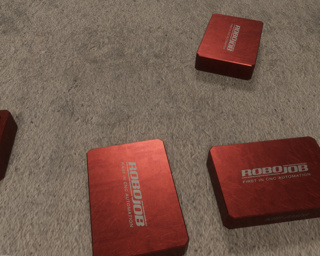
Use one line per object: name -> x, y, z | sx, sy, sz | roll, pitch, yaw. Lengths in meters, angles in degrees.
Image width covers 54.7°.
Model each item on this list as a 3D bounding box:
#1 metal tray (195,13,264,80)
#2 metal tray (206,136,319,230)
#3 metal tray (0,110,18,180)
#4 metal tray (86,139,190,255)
metal tray -> 0.118, -0.140, 0.519 | 0.090, 0.030, 0.130 | 14, 51, 11
metal tray -> 0.127, 0.059, 0.352 | 0.131, 0.030, 0.090 | -6, 50, -5
metal tray -> -0.253, 0.023, 0.376 | 0.131, 0.030, 0.090 | -4, 50, -4
metal tray -> -0.028, 0.076, 0.335 | 0.091, 0.030, 0.130 | -9, 51, -8
